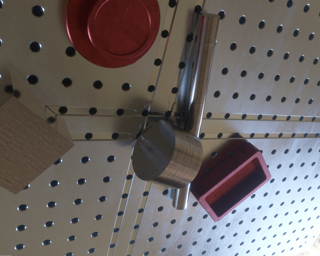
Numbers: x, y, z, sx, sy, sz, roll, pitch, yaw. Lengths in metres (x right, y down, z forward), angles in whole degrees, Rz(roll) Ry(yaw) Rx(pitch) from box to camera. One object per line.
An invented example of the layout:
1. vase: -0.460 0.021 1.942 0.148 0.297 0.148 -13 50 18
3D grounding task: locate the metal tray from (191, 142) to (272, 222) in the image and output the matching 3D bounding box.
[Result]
1. metal tray: 0.125 0.095 0.537 0.130 0.030 0.090 -38 130 -3

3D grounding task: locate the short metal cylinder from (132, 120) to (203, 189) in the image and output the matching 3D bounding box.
1. short metal cylinder: 0.009 0.035 0.404 0.050 0.080 0.080 25 105 -37

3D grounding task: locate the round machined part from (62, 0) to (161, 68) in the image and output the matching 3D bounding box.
1. round machined part: -0.044 -0.107 0.311 0.099 0.042 0.097 -14 125 -21

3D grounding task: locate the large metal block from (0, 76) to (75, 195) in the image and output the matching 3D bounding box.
1. large metal block: -0.151 0.009 0.319 0.080 0.050 0.080 -41 130 -1

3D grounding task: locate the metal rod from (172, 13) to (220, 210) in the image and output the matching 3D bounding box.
1. metal rod: 0.045 -0.003 0.435 0.025 0.025 0.298 -9 123 -24
